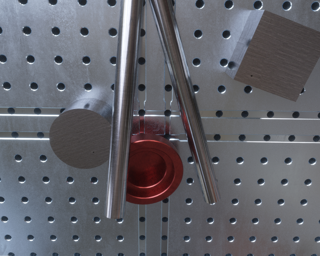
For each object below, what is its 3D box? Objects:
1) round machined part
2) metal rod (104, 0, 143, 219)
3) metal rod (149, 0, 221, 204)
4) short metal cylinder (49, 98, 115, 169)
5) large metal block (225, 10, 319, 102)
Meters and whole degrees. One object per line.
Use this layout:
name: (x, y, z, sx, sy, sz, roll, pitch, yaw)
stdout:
round machined part: (-0.021, 0.051, 0.419, 0.099, 0.042, 0.097, -3, 114, -7)
metal rod: (-0.041, -0.042, 0.360, 0.025, 0.025, 0.298, 5, 96, -2)
metal rod: (0.036, -0.032, 0.402, 0.025, 0.025, 0.298, -15, 110, 5)
short metal cylinder: (-0.095, 0.006, 0.401, 0.081, 0.050, 0.079, 0, 110, 0)
large metal block: (0.135, -0.087, 0.370, 0.080, 0.050, 0.079, 19, 109, -7)
